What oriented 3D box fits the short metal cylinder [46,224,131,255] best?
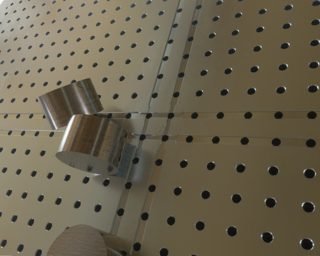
[{"bbox_3d":[-0.079,0.152,0.339,0.080,0.050,0.080,-13,56,20],"label":"short metal cylinder"}]

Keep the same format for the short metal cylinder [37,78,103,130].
[{"bbox_3d":[-0.130,-0.035,0.453,0.080,0.050,0.080,-21,10,4],"label":"short metal cylinder"}]

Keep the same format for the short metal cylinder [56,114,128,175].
[{"bbox_3d":[-0.087,0.024,0.402,0.080,0.080,0.050,-1,61,27],"label":"short metal cylinder"}]
